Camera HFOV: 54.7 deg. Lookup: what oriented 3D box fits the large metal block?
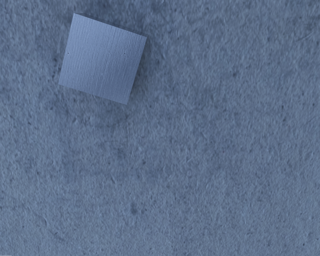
[{"bbox_3d":[-0.065,-0.082,0.365,0.080,0.050,0.079,17,109,-7],"label":"large metal block"}]
